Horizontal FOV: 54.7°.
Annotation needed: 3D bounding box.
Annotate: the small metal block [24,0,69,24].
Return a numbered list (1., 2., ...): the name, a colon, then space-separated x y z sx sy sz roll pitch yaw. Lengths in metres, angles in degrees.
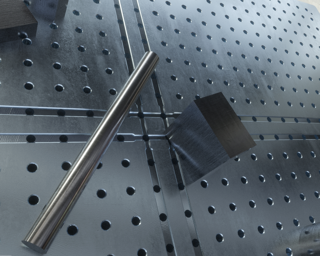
1. small metal block: -0.153 -0.181 0.421 0.050 0.050 0.025 36 51 -5

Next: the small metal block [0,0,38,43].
1. small metal block: -0.192 -0.138 0.390 0.050 0.025 0.050 -29 78 -38

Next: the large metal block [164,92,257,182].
1. large metal block: 0.061 0.013 0.400 0.050 0.080 0.080 -20 73 -36

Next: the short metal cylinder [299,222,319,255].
1. short metal cylinder: 0.240 0.167 0.422 0.081 0.050 0.080 14 56 -21

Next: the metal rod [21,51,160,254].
1. metal rod: -0.063 0.002 0.374 0.025 0.025 0.301 32 51 -8
